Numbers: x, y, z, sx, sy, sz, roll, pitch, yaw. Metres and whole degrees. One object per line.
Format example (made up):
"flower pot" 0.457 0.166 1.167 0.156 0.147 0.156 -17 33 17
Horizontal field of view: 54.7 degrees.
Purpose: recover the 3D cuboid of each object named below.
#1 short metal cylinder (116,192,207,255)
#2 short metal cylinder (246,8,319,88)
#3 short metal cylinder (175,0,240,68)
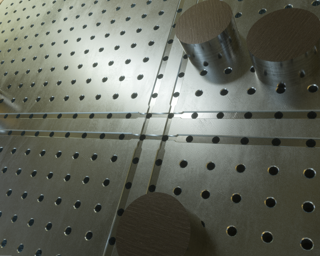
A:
"short metal cylinder" 0.002 0.113 0.321 0.080 0.050 0.080 -13 56 20
"short metal cylinder" 0.150 -0.096 0.372 0.080 0.050 0.080 -13 56 20
"short metal cylinder" 0.068 -0.132 0.437 0.080 0.050 0.080 -13 56 20
